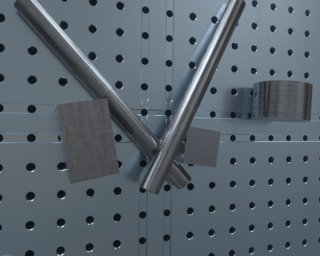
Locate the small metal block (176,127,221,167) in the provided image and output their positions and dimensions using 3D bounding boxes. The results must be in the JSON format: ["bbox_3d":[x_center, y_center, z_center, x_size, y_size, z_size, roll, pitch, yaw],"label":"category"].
[{"bbox_3d":[0.053,0.026,0.432,0.050,0.025,0.050,10,87,-20],"label":"small metal block"}]

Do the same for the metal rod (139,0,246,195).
[{"bbox_3d":[0.050,-0.054,0.414,0.025,0.025,0.300,31,74,-18],"label":"metal rod"}]

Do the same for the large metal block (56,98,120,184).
[{"bbox_3d":[-0.085,0.012,0.352,0.050,0.080,0.080,-10,94,-20],"label":"large metal block"}]

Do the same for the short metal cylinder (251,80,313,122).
[{"bbox_3d":[0.175,-0.037,0.448,0.081,0.080,0.050,5,89,-20],"label":"short metal cylinder"}]

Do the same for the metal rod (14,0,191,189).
[{"bbox_3d":[-0.062,-0.036,0.389,0.025,0.025,0.300,-44,104,-15],"label":"metal rod"}]
